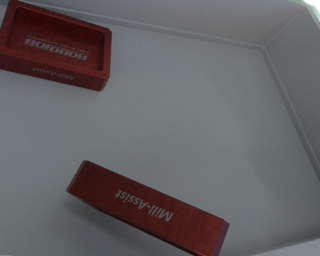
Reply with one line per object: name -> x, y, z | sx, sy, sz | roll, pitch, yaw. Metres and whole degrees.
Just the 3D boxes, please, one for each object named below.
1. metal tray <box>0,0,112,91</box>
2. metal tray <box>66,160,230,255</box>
metal tray -> -0.130, -0.104, 0.396 | 0.131, 0.030, 0.090 | 11, 57, -23
metal tray -> -0.009, 0.078, 0.280 | 0.130, 0.090, 0.030 | 21, 70, 14
